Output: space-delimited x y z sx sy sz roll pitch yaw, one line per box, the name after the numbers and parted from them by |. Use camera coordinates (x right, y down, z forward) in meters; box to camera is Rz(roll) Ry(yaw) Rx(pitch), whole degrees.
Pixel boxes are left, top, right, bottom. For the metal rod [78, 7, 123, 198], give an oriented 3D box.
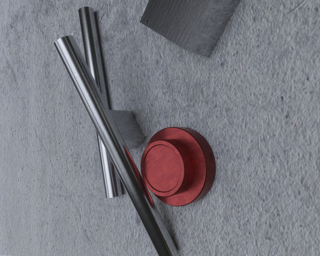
-0.093 -0.044 0.479 0.025 0.025 0.298 -17 80 38 | metal rod

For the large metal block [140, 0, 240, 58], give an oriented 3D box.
0.035 -0.139 0.359 0.080 0.050 0.079 41 115 32 | large metal block

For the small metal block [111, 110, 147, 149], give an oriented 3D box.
-0.054 0.003 0.431 0.025 0.050 0.050 -42 65 32 | small metal block

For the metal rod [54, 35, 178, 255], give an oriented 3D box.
-0.053 0.028 0.385 0.025 0.025 0.299 -23 95 37 | metal rod

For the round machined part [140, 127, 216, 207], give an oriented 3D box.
0.015 0.048 0.380 0.098 0.042 0.097 0 90 39 | round machined part
